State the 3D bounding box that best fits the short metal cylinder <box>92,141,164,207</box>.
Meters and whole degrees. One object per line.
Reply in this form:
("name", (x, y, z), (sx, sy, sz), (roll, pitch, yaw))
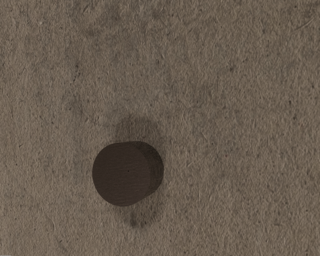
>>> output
("short metal cylinder", (-0.041, 0.058, 0.409), (0.080, 0.050, 0.079), (0, 90, 19))
